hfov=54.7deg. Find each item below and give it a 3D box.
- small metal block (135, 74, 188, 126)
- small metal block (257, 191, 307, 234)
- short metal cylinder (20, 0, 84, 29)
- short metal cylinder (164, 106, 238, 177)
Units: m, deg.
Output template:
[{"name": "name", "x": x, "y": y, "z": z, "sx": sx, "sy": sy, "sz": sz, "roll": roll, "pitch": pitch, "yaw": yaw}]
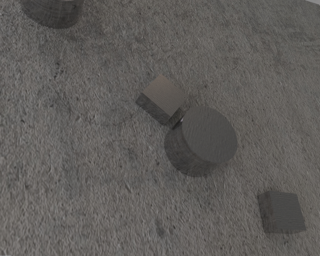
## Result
[{"name": "small metal block", "x": 0.003, "y": -0.040, "z": 0.429, "sx": 0.050, "sy": 0.025, "sz": 0.050, "roll": 40, "pitch": 51, "yaw": -1}, {"name": "small metal block", "x": 0.165, "y": 0.116, "z": 0.422, "sx": 0.050, "sy": 0.025, "sz": 0.050, "roll": 11, "pitch": 57, "yaw": -22}, {"name": "short metal cylinder", "x": -0.145, "y": -0.183, "z": 0.422, "sx": 0.081, "sy": 0.050, "sz": 0.080, "roll": 14, "pitch": 56, "yaw": -21}, {"name": "short metal cylinder", "x": 0.053, "y": 0.018, "z": 0.405, "sx": 0.081, "sy": 0.050, "sz": 0.080, "roll": 14, "pitch": 56, "yaw": -21}]
